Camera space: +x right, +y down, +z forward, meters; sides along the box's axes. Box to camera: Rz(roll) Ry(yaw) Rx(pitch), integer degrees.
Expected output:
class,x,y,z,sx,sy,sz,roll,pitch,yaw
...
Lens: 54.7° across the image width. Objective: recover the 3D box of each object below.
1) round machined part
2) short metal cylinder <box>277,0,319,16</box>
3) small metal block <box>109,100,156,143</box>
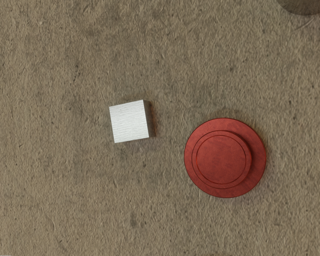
class,x,y,z,sx,sy,sz,roll,pitch,yaw
round machined part,0.076,0.036,0.373,0.098,0.042,0.097,0,90,19
short metal cylinder,0.166,-0.171,0.337,0.080,0.050,0.079,0,90,19
small metal block,-0.037,-0.008,0.421,0.050,0.025,0.050,-10,87,19
